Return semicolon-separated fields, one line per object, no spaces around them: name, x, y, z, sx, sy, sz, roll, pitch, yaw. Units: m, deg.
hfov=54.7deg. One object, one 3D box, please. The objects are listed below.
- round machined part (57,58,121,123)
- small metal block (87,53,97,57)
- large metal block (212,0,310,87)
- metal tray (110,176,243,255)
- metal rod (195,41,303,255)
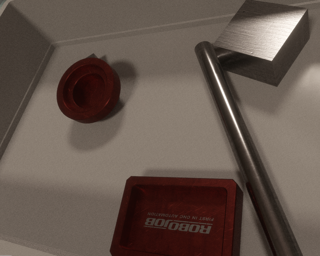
round machined part;-0.103;-0.053;0.470;0.098;0.042;0.098;-6;73;20
small metal block;-0.121;-0.091;0.523;0.050;0.025;0.050;-29;52;9
large metal block;0.127;-0.108;0.389;0.080;0.050;0.080;28;77;37
metal tray;0.018;0.100;0.330;0.130;0.030;0.090;-3;60;26
metal rod;0.089;0.005;0.355;0.025;0.025;0.299;-23;53;14
